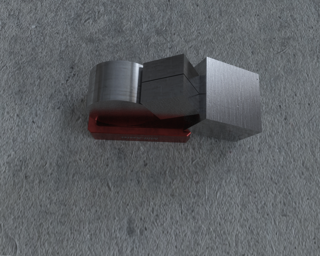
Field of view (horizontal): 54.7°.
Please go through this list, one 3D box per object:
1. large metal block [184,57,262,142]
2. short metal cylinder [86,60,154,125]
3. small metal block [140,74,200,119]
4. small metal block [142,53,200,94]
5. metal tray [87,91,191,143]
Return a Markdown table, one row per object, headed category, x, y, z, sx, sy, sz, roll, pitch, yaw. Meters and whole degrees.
| category | x | y | z | sx | sy | sz | roll | pitch | yaw |
| --- | --- | --- | --- | --- | --- | --- | --- | --- | --- |
| large metal block | 0.079 | -0.033 | 0.393 | 0.081 | 0.050 | 0.080 | 12 | 68 | -23 |
| short metal cylinder | -0.047 | -0.040 | 0.381 | 0.081 | 0.080 | 0.050 | 1 | 70 | 0 |
| small metal block | 0.013 | -0.033 | 0.352 | 0.050 | 0.050 | 0.025 | -8 | 67 | 25 |
| small metal block | 0.014 | -0.058 | 0.362 | 0.050 | 0.050 | 0.025 | -8 | 67 | 25 |
| metal tray | -0.024 | -0.029 | 0.417 | 0.131 | 0.030 | 0.090 | 2 | 70 | 0 |
